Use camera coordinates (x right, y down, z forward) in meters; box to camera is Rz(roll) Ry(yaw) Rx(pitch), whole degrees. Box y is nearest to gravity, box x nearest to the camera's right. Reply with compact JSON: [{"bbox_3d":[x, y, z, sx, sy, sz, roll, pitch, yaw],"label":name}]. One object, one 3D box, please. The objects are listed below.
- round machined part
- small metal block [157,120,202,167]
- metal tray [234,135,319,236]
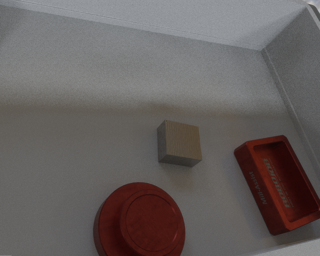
[{"bbox_3d":[-0.016,0.103,0.324,0.099,0.042,0.098,14,56,-21],"label":"round machined part"},{"bbox_3d":[0.025,0.021,0.408,0.050,0.025,0.050,12,57,-22],"label":"small metal block"},{"bbox_3d":[0.173,0.078,0.450,0.091,0.030,0.130,-7,65,-32],"label":"metal tray"}]
